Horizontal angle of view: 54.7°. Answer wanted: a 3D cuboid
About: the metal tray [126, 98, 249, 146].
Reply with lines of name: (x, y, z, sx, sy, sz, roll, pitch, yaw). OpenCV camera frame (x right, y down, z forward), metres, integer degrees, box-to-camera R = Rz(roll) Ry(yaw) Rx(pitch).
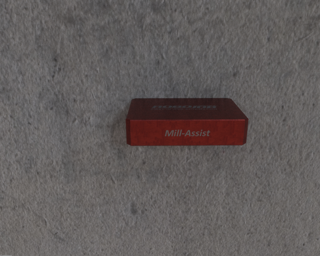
metal tray: (0.029, -0.010, 0.371, 0.131, 0.090, 0.030, 0, 110, -1)
